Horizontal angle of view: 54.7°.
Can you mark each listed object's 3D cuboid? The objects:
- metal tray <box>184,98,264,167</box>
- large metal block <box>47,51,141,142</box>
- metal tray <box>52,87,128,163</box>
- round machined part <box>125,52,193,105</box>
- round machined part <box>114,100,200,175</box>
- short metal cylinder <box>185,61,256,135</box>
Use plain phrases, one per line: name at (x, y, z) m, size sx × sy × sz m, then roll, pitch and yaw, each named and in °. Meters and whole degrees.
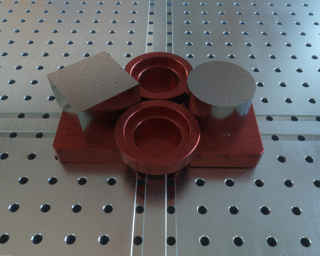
metal tray at (0.078, -0.011, 0.411) m, size 0.091 × 0.030 × 0.130 m, roll 1°, pitch 50°, yaw 0°
large metal block at (-0.080, -0.042, 0.387) m, size 0.081 × 0.050 × 0.080 m, roll -30°, pitch 56°, yaw -23°
metal tray at (-0.082, -0.015, 0.416) m, size 0.091 × 0.030 × 0.130 m, roll 1°, pitch 50°, yaw -1°
round machined part at (-0.001, -0.061, 0.435) m, size 0.099 × 0.042 × 0.098 m, roll 0°, pitch 50°, yaw 0°
round machined part at (-0.003, 0.015, 0.372) m, size 0.099 × 0.042 × 0.098 m, roll 0°, pitch 50°, yaw 0°
short metal cylinder at (0.072, -0.038, 0.384) m, size 0.081 × 0.050 × 0.080 m, roll 0°, pitch 50°, yaw 0°
